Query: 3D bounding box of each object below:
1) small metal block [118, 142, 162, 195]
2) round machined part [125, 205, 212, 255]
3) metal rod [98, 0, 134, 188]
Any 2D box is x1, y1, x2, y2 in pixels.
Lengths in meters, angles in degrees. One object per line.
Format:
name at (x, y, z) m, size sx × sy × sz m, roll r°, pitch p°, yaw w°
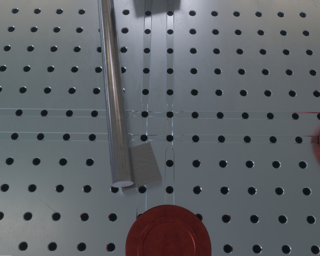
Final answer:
small metal block at (-0.029, 0.051, 0.393) m, size 0.050 × 0.025 × 0.050 m, roll -17°, pitch 71°, yaw -6°
round machined part at (0.010, 0.137, 0.353) m, size 0.099 × 0.042 × 0.098 m, roll 0°, pitch 70°, yaw 0°
metal rod at (-0.064, -0.068, 0.420) m, size 0.025 × 0.025 × 0.299 m, roll -8°, pitch 64°, yaw -3°
